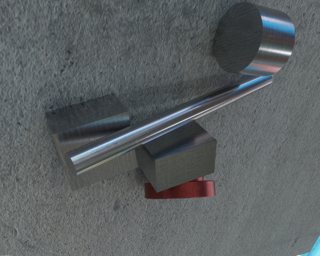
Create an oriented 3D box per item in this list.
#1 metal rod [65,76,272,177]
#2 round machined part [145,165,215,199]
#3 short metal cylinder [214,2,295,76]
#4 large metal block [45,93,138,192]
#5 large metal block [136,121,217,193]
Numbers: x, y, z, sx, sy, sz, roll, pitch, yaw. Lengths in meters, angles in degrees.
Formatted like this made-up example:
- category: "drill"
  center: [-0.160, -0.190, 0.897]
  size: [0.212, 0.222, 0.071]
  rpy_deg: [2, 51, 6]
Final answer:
- category: "metal rod"
  center: [0.033, -0.018, 0.372]
  size: [0.302, 0.025, 0.025]
  rpy_deg: [-24, 129, -31]
- category: "round machined part"
  center: [0.028, 0.076, 0.436]
  size: [0.099, 0.098, 0.042]
  rpy_deg: [4, 78, -31]
- category: "short metal cylinder"
  center: [0.110, -0.104, 0.369]
  size: [0.050, 0.080, 0.079]
  rpy_deg: [0, 119, -29]
- category: "large metal block"
  center: [-0.077, 0.015, 0.359]
  size: [0.081, 0.050, 0.079]
  rpy_deg: [-19, 126, -18]
- category: "large metal block"
  center: [0.015, 0.027, 0.398]
  size: [0.081, 0.080, 0.050]
  rpy_deg: [-15, 125, -20]
